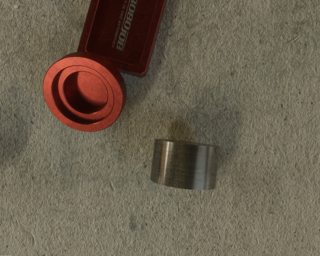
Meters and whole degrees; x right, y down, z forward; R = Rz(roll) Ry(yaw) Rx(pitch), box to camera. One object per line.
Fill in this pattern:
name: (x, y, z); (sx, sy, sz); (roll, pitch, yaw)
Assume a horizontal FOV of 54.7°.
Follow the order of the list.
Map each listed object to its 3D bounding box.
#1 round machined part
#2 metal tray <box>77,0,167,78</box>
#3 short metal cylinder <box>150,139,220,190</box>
round machined part: (-0.090, -0.047, 0.387); (0.099, 0.042, 0.097); (3, 119, 6)
metal tray: (-0.046, -0.141, 0.406); (0.090, 0.030, 0.129); (15, 90, 0)
short metal cylinder: (0.031, 0.043, 0.383); (0.080, 0.080, 0.050); (7, 90, 0)
